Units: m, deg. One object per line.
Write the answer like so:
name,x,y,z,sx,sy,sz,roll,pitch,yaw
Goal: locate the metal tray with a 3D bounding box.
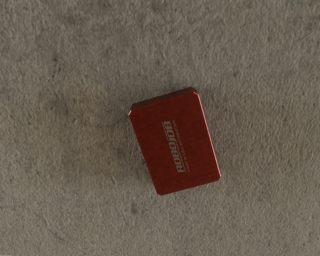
metal tray,0.021,0.020,0.415,0.090,0.030,0.129,-16,110,5
